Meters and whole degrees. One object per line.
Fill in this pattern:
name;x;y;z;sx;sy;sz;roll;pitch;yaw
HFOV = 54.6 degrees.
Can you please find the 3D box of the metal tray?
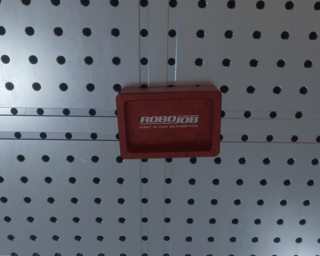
metal tray;0.012;-0.007;0.408;0.131;0.030;0.089;-2;110;0
